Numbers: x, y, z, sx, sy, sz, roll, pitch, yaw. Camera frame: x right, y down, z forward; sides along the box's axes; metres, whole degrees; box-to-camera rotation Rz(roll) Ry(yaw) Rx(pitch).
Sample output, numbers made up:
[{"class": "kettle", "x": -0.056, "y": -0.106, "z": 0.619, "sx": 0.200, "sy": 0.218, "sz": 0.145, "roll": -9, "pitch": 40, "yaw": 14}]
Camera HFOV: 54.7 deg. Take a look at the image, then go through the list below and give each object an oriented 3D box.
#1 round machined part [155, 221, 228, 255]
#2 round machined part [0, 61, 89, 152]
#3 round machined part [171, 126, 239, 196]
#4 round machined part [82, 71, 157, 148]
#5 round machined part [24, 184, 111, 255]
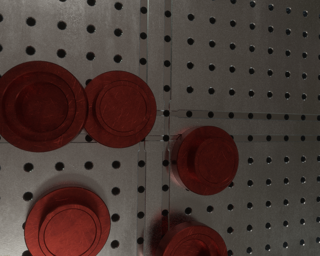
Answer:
[{"class": "round machined part", "x": 0.038, "y": 0.175, "z": 0.419, "sx": 0.099, "sy": 0.042, "sz": 0.097, "roll": 0, "pitch": 90, "yaw": -21}, {"class": "round machined part", "x": -0.130, "y": -0.023, "z": 0.348, "sx": 0.099, "sy": 0.042, "sz": 0.097, "roll": 0, "pitch": 90, "yaw": -6}, {"class": "round machined part", "x": 0.069, "y": 0.046, "z": 0.431, "sx": 0.099, "sy": 0.042, "sz": 0.097, "roll": 0, "pitch": 90, "yaw": -21}, {"class": "round machined part", "x": -0.050, "y": -0.023, "z": 0.386, "sx": 0.099, "sy": 0.042, "sz": 0.097, "roll": 0, "pitch": 90, "yaw": -21}, {"class": "round machined part", "x": -0.107, "y": 0.118, "z": 0.365, "sx": 0.099, "sy": 0.042, "sz": 0.097, "roll": 0, "pitch": 90, "yaw": -21}]
